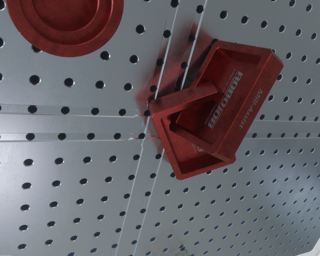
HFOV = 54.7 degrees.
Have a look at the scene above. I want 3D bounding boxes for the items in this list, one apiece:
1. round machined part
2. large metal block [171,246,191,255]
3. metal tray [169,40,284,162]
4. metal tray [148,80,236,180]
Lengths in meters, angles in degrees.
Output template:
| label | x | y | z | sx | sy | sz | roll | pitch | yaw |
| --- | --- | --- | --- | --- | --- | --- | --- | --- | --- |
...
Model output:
| label | x | y | z | sx | sy | sz | roll | pitch | yaw |
| --- | --- | --- | --- | --- | --- | --- | --- | --- | --- |
| round machined part | -0.086 | -0.118 | 0.280 | 0.099 | 0.042 | 0.097 | -14 | 124 | -21 |
| large metal block | 0.036 | 0.288 | 0.593 | 0.080 | 0.050 | 0.080 | -30 | 129 | -9 |
| metal tray | 0.075 | -0.036 | 0.371 | 0.030 | 0.090 | 0.130 | 26 | 93 | -40 |
| metal tray | 0.047 | 0.008 | 0.422 | 0.090 | 0.030 | 0.129 | -19 | 128 | 3 |
